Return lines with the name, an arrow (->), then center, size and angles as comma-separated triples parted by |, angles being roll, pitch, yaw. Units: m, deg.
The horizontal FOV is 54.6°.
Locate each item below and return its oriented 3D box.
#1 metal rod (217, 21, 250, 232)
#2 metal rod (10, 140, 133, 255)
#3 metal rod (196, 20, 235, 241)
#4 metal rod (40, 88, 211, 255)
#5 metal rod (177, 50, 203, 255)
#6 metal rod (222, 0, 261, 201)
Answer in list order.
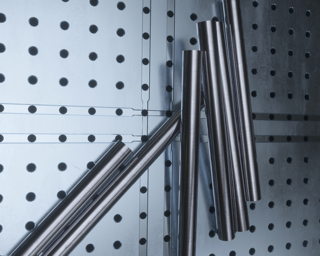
metal rod -> 0.099, 0.000, 0.448 | 0.025, 0.025, 0.298 | -9, 93, -20
metal rod -> -0.142, 0.131, 0.360 | 0.025, 0.025, 0.301 | 46, 76, -14
metal rod -> 0.077, 0.011, 0.420 | 0.025, 0.025, 0.298 | -11, 101, -20
metal rod -> -0.032, 0.052, 0.400 | 0.301, 0.025, 0.025 | -47, 105, -14
metal rod -> 0.038, 0.052, 0.407 | 0.025, 0.025, 0.298 | -2, 98, -20
metal rod -> 0.120, -0.042, 0.456 | 0.025, 0.025, 0.298 | -8, 93, -20
